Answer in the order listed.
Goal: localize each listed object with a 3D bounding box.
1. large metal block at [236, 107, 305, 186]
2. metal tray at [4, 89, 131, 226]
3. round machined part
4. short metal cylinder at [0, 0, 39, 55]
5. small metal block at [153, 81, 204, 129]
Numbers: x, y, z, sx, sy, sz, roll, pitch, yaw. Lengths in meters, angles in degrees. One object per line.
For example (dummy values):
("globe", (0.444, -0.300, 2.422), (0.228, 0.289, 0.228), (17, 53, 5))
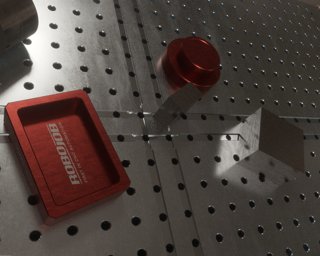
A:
("large metal block", (0.167, 0.028, 0.468), (0.080, 0.050, 0.080), (27, 52, -12))
("metal tray", (-0.101, 0.025, 0.335), (0.091, 0.030, 0.130), (-18, 71, -35))
("round machined part", (0.056, -0.107, 0.495), (0.099, 0.042, 0.098), (14, 56, -21))
("short metal cylinder", (-0.188, -0.131, 0.351), (0.080, 0.080, 0.050), (38, 51, -4))
("small metal block", (0.025, -0.031, 0.426), (0.025, 0.050, 0.050), (48, 51, 5))
